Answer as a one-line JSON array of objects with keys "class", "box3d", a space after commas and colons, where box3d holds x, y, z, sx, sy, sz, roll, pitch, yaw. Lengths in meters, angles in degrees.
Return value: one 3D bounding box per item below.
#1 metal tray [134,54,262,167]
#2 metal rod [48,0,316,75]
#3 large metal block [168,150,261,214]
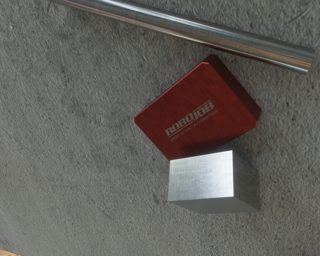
[{"class": "metal tray", "box3d": [0.041, -0.014, 0.372, 0.090, 0.030, 0.130, 49, 128, -7]}, {"class": "metal rod", "box3d": [0.006, -0.113, 0.332, 0.301, 0.025, 0.025, 21, 126, 15]}, {"class": "large metal block", "box3d": [0.067, 0.070, 0.373, 0.080, 0.050, 0.080, -13, 149, 33]}]
